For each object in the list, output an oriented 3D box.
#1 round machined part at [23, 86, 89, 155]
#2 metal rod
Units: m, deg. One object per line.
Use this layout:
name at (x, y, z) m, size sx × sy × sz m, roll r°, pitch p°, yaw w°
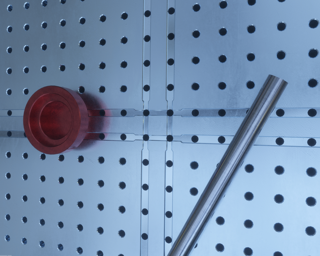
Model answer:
round machined part at (-0.147, -0.011, 0.455) m, size 0.098 × 0.042 × 0.097 m, roll 0°, pitch 90°, yaw 20°
metal rod at (0.072, 0.074, 0.387) m, size 0.025 × 0.025 × 0.298 m, roll 30°, pitch 100°, yaw 17°
